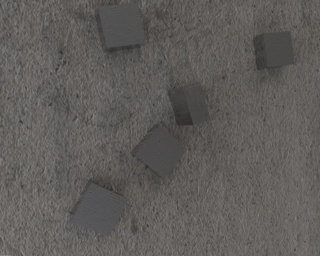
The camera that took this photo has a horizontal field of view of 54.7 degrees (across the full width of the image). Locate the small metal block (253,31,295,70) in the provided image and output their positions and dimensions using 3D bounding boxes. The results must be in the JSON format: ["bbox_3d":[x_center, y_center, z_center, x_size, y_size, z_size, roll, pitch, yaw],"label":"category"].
[{"bbox_3d":[0.174,-0.118,0.473,0.050,0.025,0.050,-10,94,-20],"label":"small metal block"}]

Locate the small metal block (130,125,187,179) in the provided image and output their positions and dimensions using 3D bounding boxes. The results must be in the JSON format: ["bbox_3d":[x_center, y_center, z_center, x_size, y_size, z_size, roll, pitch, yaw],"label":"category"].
[{"bbox_3d":[-0.002,0.031,0.408,0.050,0.025,0.050,42,77,-15],"label":"small metal block"}]

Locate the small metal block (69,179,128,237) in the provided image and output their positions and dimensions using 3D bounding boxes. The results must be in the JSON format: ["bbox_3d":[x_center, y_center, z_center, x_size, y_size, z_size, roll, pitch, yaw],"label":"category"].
[{"bbox_3d":[-0.076,0.098,0.381,0.050,0.025,0.050,30,80,-18],"label":"small metal block"}]

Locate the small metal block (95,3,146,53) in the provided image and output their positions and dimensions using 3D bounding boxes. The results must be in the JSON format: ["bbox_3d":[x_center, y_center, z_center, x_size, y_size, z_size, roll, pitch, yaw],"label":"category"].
[{"bbox_3d":[-0.050,-0.126,0.390,0.050,0.025,0.050,-14,95,-20],"label":"small metal block"}]

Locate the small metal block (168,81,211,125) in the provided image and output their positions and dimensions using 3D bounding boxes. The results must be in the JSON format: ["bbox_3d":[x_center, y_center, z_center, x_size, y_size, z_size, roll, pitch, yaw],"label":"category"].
[{"bbox_3d":[0.037,-0.031,0.409,0.025,0.050,0.050,-18,96,-19],"label":"small metal block"}]
